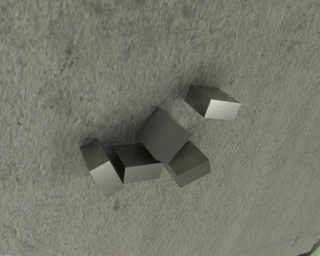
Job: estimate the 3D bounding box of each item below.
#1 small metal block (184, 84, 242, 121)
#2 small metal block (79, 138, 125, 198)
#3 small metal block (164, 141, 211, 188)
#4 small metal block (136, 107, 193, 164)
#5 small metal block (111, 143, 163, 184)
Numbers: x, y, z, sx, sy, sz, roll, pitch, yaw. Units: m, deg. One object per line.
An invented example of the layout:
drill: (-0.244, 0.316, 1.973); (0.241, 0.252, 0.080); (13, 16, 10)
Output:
small metal block: (0.069, -0.034, 0.409); (0.050, 0.050, 0.025); (4, 117, -31)
small metal block: (-0.072, 0.049, 0.383); (0.025, 0.050, 0.050); (-29, 129, -10)
small metal block: (0.037, 0.051, 0.445); (0.050, 0.050, 0.025); (-25, 128, -14)
small metal block: (0.005, 0.010, 0.398); (0.050, 0.050, 0.025); (-50, 139, 7)
small metal block: (-0.031, 0.044, 0.402); (0.050, 0.050, 0.025); (-5, 121, -26)
